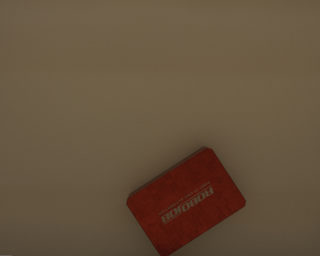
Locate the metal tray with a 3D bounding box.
[{"bbox_3d":[0.034,0.095,0.409,0.130,0.030,0.090,-33,90,-1],"label":"metal tray"}]
